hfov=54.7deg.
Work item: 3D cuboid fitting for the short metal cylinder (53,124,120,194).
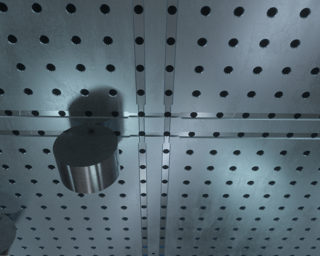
[{"bbox_3d":[-0.094,0.039,0.407,0.081,0.080,0.050,1,130,-1],"label":"short metal cylinder"}]

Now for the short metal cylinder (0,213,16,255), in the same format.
[{"bbox_3d":[-0.298,0.194,0.537,0.080,0.080,0.050,21,127,-17],"label":"short metal cylinder"}]
